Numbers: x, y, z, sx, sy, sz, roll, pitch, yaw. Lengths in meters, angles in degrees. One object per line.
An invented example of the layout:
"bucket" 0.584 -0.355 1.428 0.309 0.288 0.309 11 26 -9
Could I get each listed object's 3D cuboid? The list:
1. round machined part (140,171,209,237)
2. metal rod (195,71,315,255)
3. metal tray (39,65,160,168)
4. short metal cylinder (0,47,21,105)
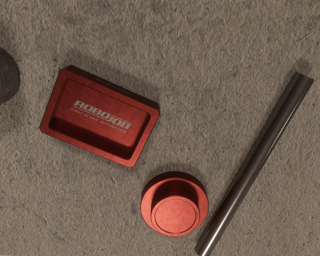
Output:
"round machined part" 0.021 0.115 0.443 0.099 0.042 0.097 0 110 -1
"metal rod" 0.124 0.063 0.434 0.025 0.025 0.298 22 108 -8
"metal tray" -0.076 -0.014 0.400 0.131 0.030 0.089 23 108 -9
"short metal cylinder" -0.219 -0.060 0.371 0.081 0.050 0.079 0 110 -1
